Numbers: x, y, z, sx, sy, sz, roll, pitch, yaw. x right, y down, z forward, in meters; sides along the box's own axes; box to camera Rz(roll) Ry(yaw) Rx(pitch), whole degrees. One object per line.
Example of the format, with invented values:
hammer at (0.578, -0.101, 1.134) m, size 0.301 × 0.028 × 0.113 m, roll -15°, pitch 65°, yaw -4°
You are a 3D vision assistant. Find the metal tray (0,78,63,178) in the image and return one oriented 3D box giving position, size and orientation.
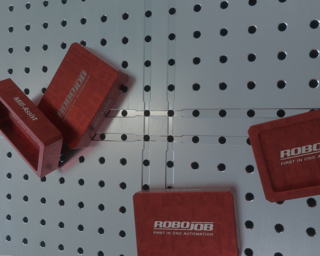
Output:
metal tray at (-0.200, 0.001, 0.457) m, size 0.130 × 0.030 × 0.089 m, roll 43°, pitch 137°, yaw 15°

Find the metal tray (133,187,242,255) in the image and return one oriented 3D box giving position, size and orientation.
metal tray at (0.033, 0.124, 0.399) m, size 0.130 × 0.030 × 0.090 m, roll -5°, pitch 88°, yaw 20°

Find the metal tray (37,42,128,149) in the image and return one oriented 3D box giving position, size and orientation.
metal tray at (-0.117, -0.046, 0.452) m, size 0.090 × 0.030 × 0.130 m, roll 36°, pitch 101°, yaw 16°

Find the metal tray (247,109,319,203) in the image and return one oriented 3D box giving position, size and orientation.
metal tray at (0.175, 0.026, 0.347) m, size 0.130 × 0.030 × 0.090 m, roll -15°, pitch 85°, yaw 19°
